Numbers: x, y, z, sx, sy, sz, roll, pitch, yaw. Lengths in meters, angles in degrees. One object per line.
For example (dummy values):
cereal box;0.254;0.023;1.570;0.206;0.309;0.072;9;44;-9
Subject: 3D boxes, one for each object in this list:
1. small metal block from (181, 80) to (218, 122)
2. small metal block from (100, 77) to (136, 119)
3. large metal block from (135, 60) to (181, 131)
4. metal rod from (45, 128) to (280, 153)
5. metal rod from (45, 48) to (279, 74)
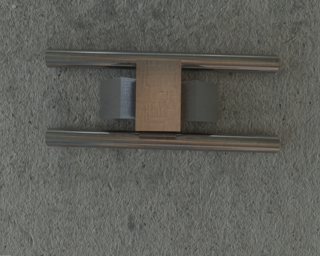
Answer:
small metal block;0.051;-0.033;0.398;0.025;0.050;0.050;0;90;41
small metal block;-0.053;-0.037;0.397;0.025;0.050;0.050;1;91;-40
large metal block;-0.002;-0.037;0.386;0.050;0.080;0.079;1;90;0
metal rod;0.004;0.017;0.411;0.302;0.025;0.025;2;90;-1
metal rod;0.003;-0.089;0.411;0.302;0.025;0.025;1;90;-1
